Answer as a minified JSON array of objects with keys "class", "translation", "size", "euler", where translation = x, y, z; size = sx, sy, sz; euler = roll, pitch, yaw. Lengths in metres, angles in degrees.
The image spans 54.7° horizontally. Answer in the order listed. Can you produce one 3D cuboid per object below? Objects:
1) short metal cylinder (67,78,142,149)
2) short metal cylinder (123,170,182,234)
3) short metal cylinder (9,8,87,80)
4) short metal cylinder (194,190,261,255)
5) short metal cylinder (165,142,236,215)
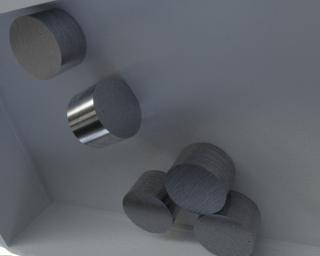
[{"class":"short metal cylinder","translation":[-0.070,-0.018,0.399],"size":[0.050,0.080,0.080],"euler":[-21,107,36]},{"class":"short metal cylinder","translation":[-0.008,0.110,0.465],"size":[0.080,0.050,0.079],"euler":[13,124,21]},{"class":"short metal cylinder","translation":[-0.144,-0.109,0.401],"size":[0.080,0.050,0.079],"euler":[13,124,21]},{"class":"short metal cylinder","translation":[0.093,0.132,0.425],"size":[0.080,0.050,0.079],"euler":[13,124,21]},{"class":"short metal cylinder","translation":[0.053,0.066,0.405],"size":[0.080,0.050,0.079],"euler":[13,124,21]}]
